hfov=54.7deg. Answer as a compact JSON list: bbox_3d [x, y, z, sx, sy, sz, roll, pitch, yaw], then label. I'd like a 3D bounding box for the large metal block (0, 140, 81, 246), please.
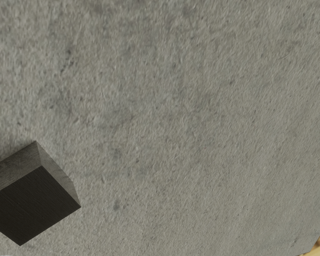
[{"bbox_3d":[-0.151,0.075,0.355,0.080,0.050,0.080,-32,129,-8],"label":"large metal block"}]
